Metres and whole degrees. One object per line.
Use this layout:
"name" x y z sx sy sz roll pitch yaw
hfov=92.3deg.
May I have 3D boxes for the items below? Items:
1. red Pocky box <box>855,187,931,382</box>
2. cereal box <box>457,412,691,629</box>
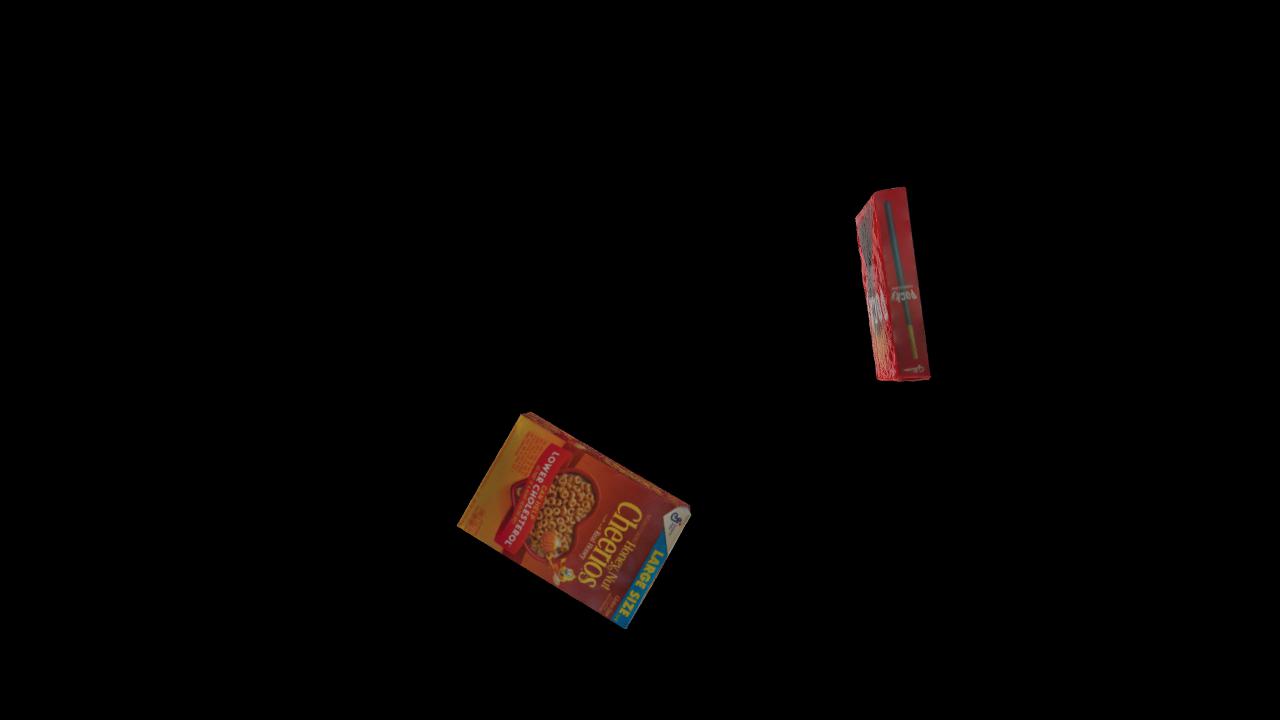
"red Pocky box" 0.211 -0.058 0.518 0.028 0.155 0.083 -7 -3 8
"cereal box" -0.099 0.243 0.956 0.306 0.203 0.081 31 2 4
